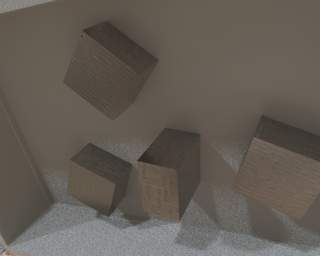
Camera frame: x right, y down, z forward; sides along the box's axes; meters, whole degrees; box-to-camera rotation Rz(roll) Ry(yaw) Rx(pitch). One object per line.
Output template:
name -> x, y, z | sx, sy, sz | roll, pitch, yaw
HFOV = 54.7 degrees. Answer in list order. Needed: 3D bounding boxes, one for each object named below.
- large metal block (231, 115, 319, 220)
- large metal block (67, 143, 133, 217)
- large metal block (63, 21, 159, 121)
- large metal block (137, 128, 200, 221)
large metal block -> 0.136, 0.043, 0.348 | 0.080, 0.050, 0.079 | 22, 127, 15
large metal block -> -0.098, 0.083, 0.495 | 0.080, 0.050, 0.079 | 25, 127, 12
large metal block -> -0.062, -0.070, 0.382 | 0.080, 0.050, 0.080 | 38, 129, 2
large metal block -> 0.016, 0.057, 0.400 | 0.050, 0.080, 0.079 | 10, 123, 23
